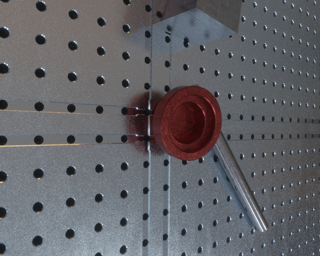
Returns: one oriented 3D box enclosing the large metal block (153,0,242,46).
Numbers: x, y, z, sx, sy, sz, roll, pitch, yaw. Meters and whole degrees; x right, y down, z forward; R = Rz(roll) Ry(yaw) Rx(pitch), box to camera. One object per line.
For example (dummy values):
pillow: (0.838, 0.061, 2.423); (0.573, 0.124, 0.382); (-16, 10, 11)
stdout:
large metal block: (0.050, -0.156, 0.415); (0.081, 0.080, 0.050); (14, 81, -39)

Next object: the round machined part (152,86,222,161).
round machined part: (0.032, -0.008, 0.417); (0.099, 0.042, 0.097); (-5, 100, -31)

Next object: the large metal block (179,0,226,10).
large metal block: (0.057, -0.209, 0.421); (0.081, 0.080, 0.050); (6, 86, -40)

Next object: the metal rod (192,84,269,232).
metal rod: (0.115, 0.061, 0.505); (0.025, 0.025, 0.299); (-46, 117, -30)
